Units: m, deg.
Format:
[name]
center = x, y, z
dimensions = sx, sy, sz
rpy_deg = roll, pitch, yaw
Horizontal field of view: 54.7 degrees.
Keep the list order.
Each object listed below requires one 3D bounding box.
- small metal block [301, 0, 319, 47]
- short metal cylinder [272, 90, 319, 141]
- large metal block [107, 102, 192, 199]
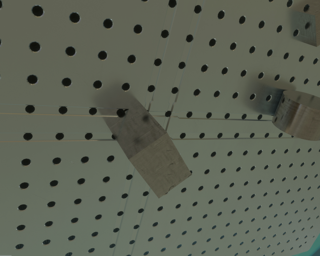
[small metal block]
center = 0.234, -0.154, 0.447
dimensions = 0.050, 0.025, 0.050
rpy_deg = -33, 129, -7
[short metal cylinder]
center = 0.226, -0.021, 0.489
dimensions = 0.081, 0.080, 0.050
rpy_deg = -2, 120, -28
[large metal block]
center = -0.014, 0.027, 0.386
dimensions = 0.050, 0.080, 0.080
rpy_deg = -35, 129, -5
